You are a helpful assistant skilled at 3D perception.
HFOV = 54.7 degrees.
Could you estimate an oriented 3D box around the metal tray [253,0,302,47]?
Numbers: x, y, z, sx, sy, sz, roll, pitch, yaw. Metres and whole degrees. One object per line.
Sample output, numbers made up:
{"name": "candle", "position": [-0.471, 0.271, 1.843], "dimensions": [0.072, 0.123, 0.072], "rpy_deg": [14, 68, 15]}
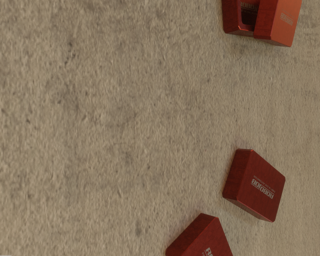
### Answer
{"name": "metal tray", "position": [0.210, -0.196, 0.546], "dimensions": [0.131, 0.030, 0.089], "rpy_deg": [-10, 112, -53]}

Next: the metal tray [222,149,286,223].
{"name": "metal tray", "position": [0.170, 0.103, 0.548], "dimensions": [0.130, 0.030, 0.090], "rpy_deg": [35, 68, -35]}

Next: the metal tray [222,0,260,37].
{"name": "metal tray", "position": [0.161, -0.207, 0.538], "dimensions": [0.131, 0.030, 0.089], "rpy_deg": [-8, 95, -40]}

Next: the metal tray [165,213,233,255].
{"name": "metal tray", "position": [0.069, 0.206, 0.462], "dimensions": [0.091, 0.030, 0.129], "rpy_deg": [-35, 112, -35]}
